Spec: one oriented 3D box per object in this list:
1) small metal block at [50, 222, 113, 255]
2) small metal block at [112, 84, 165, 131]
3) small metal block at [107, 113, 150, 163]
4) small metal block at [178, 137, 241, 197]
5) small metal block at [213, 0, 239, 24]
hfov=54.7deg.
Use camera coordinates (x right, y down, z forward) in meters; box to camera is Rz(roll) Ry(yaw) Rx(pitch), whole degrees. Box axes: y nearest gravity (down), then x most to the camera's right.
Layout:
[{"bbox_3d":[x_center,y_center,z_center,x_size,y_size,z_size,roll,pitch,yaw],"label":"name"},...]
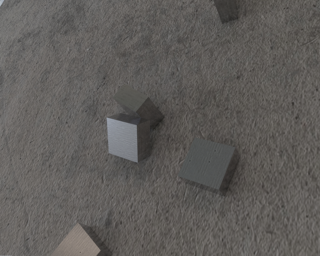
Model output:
[{"bbox_3d":[-0.092,0.148,0.361,0.050,0.025,0.050,33,80,38],"label":"small metal block"},{"bbox_3d":[-0.029,-0.028,0.420,0.050,0.050,0.025,32,80,38],"label":"small metal block"},{"bbox_3d":[-0.040,0.012,0.400,0.050,0.050,0.025,14,24,33],"label":"small metal block"},{"bbox_3d":[0.056,0.043,0.348,0.050,0.025,0.050,14,69,33],"label":"small metal block"},{"bbox_3d":[0.096,-0.193,0.456,0.025,0.050,0.050,-11,57,22],"label":"small metal block"}]
